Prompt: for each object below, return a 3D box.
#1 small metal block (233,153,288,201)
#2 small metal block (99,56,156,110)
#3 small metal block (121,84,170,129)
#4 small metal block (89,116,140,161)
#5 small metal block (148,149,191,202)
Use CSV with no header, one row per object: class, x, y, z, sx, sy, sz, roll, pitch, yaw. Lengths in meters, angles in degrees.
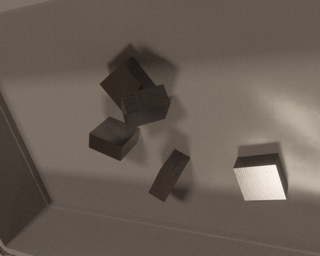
small metal block,0.124,0.061,0.380,0.050,0.025,0.050,-11,113,32
small metal block,-0.040,-0.054,0.395,0.050,0.025,0.050,-32,101,38
small metal block,-0.018,-0.024,0.371,0.050,0.050,0.025,107,145,-70
small metal block,-0.063,0.014,0.433,0.050,0.050,0.025,22,126,15
small metal block,0.013,0.065,0.424,0.025,0.050,0.050,30,128,8
